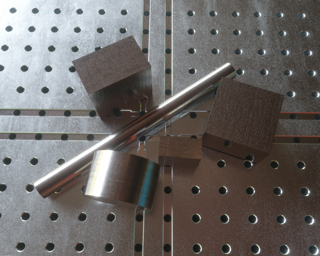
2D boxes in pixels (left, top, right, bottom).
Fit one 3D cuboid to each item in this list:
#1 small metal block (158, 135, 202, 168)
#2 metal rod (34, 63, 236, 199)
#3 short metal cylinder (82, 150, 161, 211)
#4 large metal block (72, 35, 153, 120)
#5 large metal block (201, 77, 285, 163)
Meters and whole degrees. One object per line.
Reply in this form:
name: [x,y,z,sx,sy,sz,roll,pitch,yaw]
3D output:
small metal block: [0.024,0.031,0.388,0.050,0.050,0.025,5,70,1]
metal rod: [-0.024,-0.003,0.412,0.301,0.025,0.025,-33,74,-12]
short metal cylinder: [-0.043,0.062,0.359,0.080,0.080,0.050,11,71,3]
large metal block: [-0.058,-0.063,0.406,0.080,0.080,0.050,-27,73,-10]
large metal block: [0.104,-0.009,0.400,0.080,0.050,0.080,18,71,6]
